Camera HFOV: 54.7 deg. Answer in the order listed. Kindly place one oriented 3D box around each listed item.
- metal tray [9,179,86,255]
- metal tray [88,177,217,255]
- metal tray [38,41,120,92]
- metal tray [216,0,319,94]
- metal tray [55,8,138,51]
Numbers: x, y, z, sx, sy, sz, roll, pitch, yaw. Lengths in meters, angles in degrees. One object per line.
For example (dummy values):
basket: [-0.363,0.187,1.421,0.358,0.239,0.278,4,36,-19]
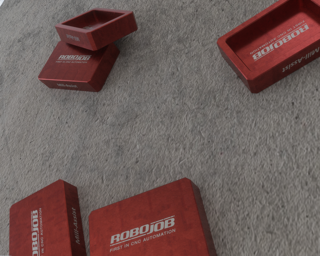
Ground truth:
metal tray: [-0.143,0.141,0.389,0.090,0.030,0.130,-28,52,10]
metal tray: [-0.013,0.118,0.335,0.130,0.030,0.090,-22,53,14]
metal tray: [-0.144,-0.112,0.545,0.130,0.030,0.090,8,66,31]
metal tray: [0.150,-0.112,0.390,0.130,0.030,0.090,-31,52,8]
metal tray: [-0.112,-0.174,0.533,0.091,0.030,0.130,-35,39,-25]
